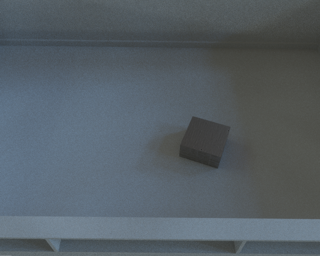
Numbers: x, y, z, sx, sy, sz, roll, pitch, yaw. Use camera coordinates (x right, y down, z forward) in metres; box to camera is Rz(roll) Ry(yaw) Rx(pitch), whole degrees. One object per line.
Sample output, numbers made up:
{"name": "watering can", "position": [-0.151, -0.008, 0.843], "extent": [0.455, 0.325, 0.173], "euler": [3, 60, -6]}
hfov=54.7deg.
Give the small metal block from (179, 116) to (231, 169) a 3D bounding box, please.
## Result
{"name": "small metal block", "position": [0.057, 0.017, 0.391], "extent": [0.050, 0.025, 0.050], "euler": [17, 52, 13]}
